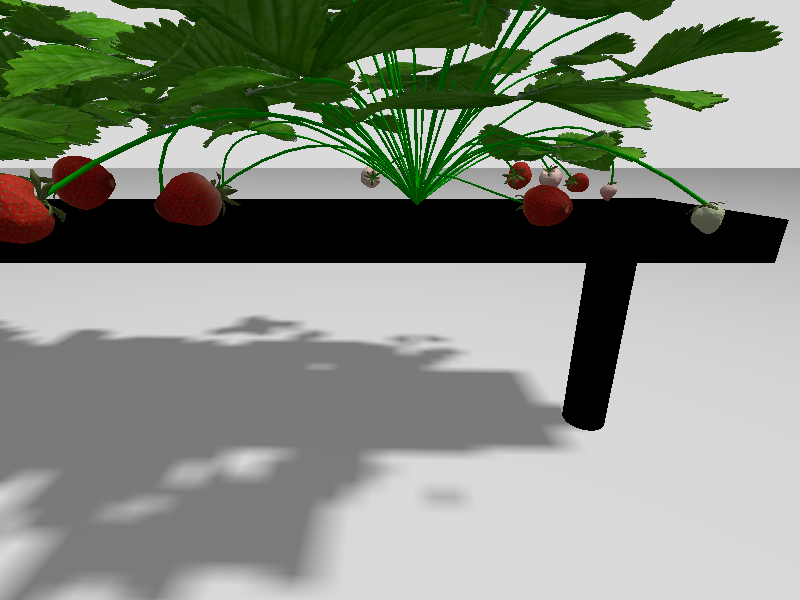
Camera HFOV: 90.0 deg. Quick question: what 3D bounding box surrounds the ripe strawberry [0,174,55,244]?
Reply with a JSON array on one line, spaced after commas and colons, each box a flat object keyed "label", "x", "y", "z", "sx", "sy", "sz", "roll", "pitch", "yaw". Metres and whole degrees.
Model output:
[{"label": "ripe strawberry", "x": -0.174, "y": -0.039, "z": 0.178, "sx": 0.029, "sy": 0.030, "sz": 0.026, "roll": -37, "pitch": 37, "yaw": -29}]

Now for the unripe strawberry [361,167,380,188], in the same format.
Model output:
[{"label": "unripe strawberry", "x": -0.041, "y": -0.166, "z": 0.541, "sx": 0.027, "sy": 0.028, "sz": 0.029, "roll": -5, "pitch": 20, "yaw": -13}]

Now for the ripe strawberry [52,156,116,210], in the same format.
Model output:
[{"label": "ripe strawberry", "x": -0.249, "y": -0.094, "z": 0.321, "sx": 0.042, "sy": 0.041, "sz": 0.039, "roll": 2, "pitch": 20, "yaw": 5}]

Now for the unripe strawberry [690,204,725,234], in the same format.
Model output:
[{"label": "unripe strawberry", "x": 0.166, "y": -0.043, "z": 0.215, "sx": 0.015, "sy": 0.015, "sz": 0.014, "roll": -13, "pitch": 5, "yaw": 45}]

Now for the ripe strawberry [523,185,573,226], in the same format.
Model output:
[{"label": "ripe strawberry", "x": 0.083, "y": -0.052, "z": 0.223, "sx": 0.026, "sy": 0.023, "sz": 0.026, "roll": -11, "pitch": 23, "yaw": -27}]

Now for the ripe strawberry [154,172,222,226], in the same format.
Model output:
[{"label": "ripe strawberry", "x": -0.117, "y": -0.055, "z": 0.222, "sx": 0.033, "sy": 0.028, "sz": 0.033, "roll": -31, "pitch": 34, "yaw": -33}]

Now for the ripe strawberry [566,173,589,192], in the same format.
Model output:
[{"label": "ripe strawberry", "x": 0.198, "y": -0.129, "z": 0.443, "sx": 0.024, "sy": 0.021, "sz": 0.024, "roll": 2, "pitch": 16, "yaw": -33}]

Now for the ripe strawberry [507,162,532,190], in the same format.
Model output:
[{"label": "ripe strawberry", "x": 0.148, "y": -0.152, "z": 0.490, "sx": 0.029, "sy": 0.032, "sz": 0.031, "roll": 15, "pitch": 22, "yaw": 37}]

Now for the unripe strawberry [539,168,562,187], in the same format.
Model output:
[{"label": "unripe strawberry", "x": 0.186, "y": -0.147, "z": 0.493, "sx": 0.026, "sy": 0.027, "sz": 0.028, "roll": 19, "pitch": -26, "yaw": 43}]

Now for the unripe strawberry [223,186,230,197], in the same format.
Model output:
[{"label": "unripe strawberry", "x": -0.149, "y": -0.093, "z": 0.340, "sx": 0.010, "sy": 0.010, "sz": 0.009, "roll": 0, "pitch": 20, "yaw": 1}]
